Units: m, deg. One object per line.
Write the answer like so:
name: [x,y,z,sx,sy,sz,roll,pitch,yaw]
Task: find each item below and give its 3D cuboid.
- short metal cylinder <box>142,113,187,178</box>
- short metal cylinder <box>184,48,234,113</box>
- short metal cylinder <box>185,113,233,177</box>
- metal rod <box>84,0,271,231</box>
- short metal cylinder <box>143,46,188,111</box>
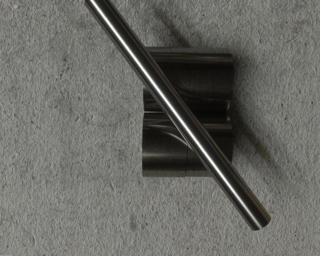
short metal cylinder: [0.005,0.021,0.384,0.050,0.080,0.079,1,90,0]
short metal cylinder: [0.057,-0.059,0.384,0.050,0.080,0.079,1,90,0]
short metal cylinder: [0.056,0.021,0.384,0.050,0.080,0.079,1,90,0]
metal rod: [0.019,-0.018,0.331,0.025,0.025,0.299,-37,90,0]
short metal cylinder: [0.006,-0.060,0.384,0.050,0.080,0.079,1,90,0]
